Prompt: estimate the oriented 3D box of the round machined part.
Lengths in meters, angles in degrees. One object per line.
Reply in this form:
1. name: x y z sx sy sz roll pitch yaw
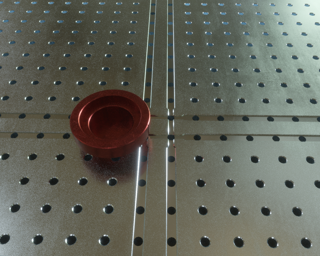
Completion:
1. round machined part: -0.061 -0.001 0.397 0.099 0.042 0.098 0 50 0
